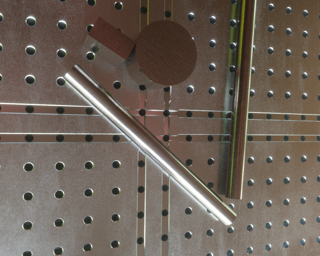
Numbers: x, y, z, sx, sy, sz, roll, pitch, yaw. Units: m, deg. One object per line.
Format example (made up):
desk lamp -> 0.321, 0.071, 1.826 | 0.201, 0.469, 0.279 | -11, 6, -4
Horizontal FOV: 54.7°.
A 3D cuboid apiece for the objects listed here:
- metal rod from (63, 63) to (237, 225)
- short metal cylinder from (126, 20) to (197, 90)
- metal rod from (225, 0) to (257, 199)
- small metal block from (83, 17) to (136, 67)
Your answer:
metal rod -> -0.003, 0.031, 0.412 | 0.300, 0.025, 0.025 | 44, 76, -15
short metal cylinder -> 0.000, -0.092, 0.400 | 0.081, 0.050, 0.079 | 0, 90, -21
metal rod -> 0.120, -0.047, 0.458 | 0.025, 0.025, 0.298 | 5, 88, -20
small metal block -> -0.063, -0.102, 0.377 | 0.050, 0.050, 0.025 | 32, 80, -18
